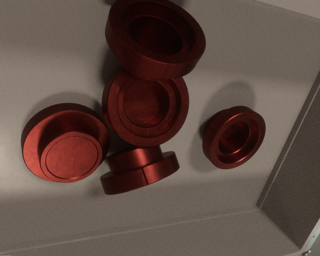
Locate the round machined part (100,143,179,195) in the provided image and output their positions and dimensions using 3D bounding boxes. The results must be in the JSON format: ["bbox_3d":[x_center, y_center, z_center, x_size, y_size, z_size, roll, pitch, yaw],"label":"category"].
[{"bbox_3d":[-0.028,0.045,0.387,0.099,0.098,0.042,-19,91,-18],"label":"round machined part"}]

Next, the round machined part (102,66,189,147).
[{"bbox_3d":[-0.019,-0.030,0.357,0.099,0.042,0.097,-5,100,-26],"label":"round machined part"}]

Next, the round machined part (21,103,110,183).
[{"bbox_3d":[-0.105,0.024,0.356,0.099,0.042,0.097,-14,125,-21],"label":"round machined part"}]

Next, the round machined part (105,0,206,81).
[{"bbox_3d":[-0.007,-0.087,0.314,0.099,0.098,0.042,-6,150,-26],"label":"round machined part"}]

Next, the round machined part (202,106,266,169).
[{"bbox_3d":[0.105,0.010,0.464,0.099,0.042,0.097,-14,125,-21],"label":"round machined part"}]
